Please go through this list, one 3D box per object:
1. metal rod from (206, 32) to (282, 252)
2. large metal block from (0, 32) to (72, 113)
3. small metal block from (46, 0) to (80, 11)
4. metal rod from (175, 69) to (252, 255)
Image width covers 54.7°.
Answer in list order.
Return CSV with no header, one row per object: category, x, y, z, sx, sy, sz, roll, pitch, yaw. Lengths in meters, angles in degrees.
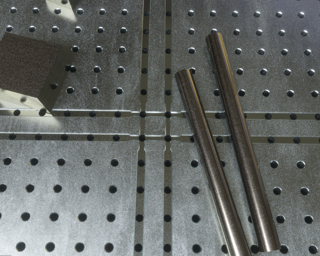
metal rod,0.105,0.004,0.411,0.025,0.025,0.299,-9,70,-4
large metal block,-0.180,-0.075,0.424,0.080,0.050,0.080,15,71,5
small metal block,-0.151,-0.221,0.491,0.050,0.025,0.050,24,72,8
metal rod,0.069,0.059,0.390,0.025,0.025,0.299,-13,71,-5
